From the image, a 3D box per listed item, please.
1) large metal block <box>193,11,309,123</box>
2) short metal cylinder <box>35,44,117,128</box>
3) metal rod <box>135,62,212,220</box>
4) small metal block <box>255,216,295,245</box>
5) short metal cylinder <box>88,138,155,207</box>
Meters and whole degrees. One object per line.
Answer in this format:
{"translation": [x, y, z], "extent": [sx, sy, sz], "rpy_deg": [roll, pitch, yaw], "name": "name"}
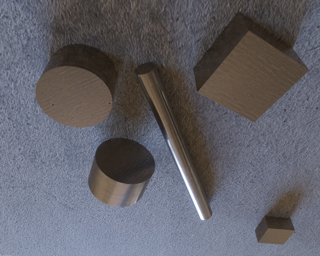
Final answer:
{"translation": [0.095, -0.064, 0.338], "extent": [0.080, 0.050, 0.080], "rpy_deg": [25, 126, -20], "name": "large metal block"}
{"translation": [-0.091, -0.047, 0.350], "extent": [0.081, 0.050, 0.079], "rpy_deg": [0, 130, 0], "name": "short metal cylinder"}
{"translation": [0.031, 0.040, 0.441], "extent": [0.025, 0.025, 0.299], "rpy_deg": [-15, 129, 11], "name": "metal rod"}
{"translation": [0.211, 0.190, 0.572], "extent": [0.050, 0.025, 0.050], "rpy_deg": [7, 130, -6], "name": "small metal block"}
{"translation": [-0.053, 0.059, 0.421], "extent": [0.081, 0.080, 0.050], "rpy_deg": [14, 129, -12], "name": "short metal cylinder"}
